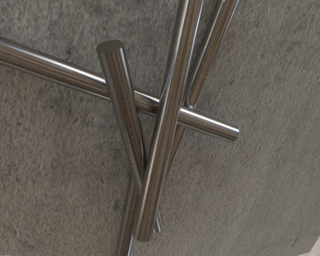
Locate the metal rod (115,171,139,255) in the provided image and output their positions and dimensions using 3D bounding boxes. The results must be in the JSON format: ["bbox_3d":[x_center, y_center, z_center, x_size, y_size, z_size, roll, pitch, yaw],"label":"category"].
[{"bbox_3d":[-0.053,0.174,0.486,0.025,0.025,0.298,-2,120,-28],"label":"metal rod"}]

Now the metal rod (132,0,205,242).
[{"bbox_3d":[0.006,-0.003,0.348,0.025,0.025,0.298,1,110,-30],"label":"metal rod"}]

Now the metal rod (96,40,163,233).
[{"bbox_3d":[-0.026,0.038,0.375,0.025,0.025,0.298,-23,133,-15],"label":"metal rod"}]

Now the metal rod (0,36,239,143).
[{"bbox_3d":[-0.027,-0.032,0.351,0.302,0.025,0.025,18,109,-29],"label":"metal rod"}]

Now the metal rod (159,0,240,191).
[{"bbox_3d":[0.035,-0.027,0.410,0.025,0.025,0.298,6,115,-32],"label":"metal rod"}]
